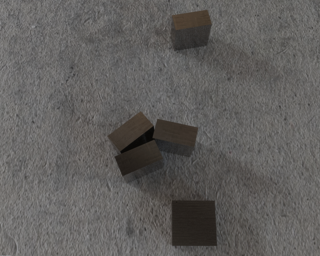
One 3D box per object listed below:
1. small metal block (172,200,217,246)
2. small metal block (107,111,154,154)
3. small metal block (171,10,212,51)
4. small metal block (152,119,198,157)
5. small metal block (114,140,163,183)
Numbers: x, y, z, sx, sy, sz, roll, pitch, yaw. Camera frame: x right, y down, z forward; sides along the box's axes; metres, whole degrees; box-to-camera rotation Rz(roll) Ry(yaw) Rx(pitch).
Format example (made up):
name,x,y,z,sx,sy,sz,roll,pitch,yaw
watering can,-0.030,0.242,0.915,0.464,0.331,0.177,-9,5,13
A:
name,x,y,z,sx,sy,sz,roll,pitch,yaw
small metal block,0.039,0.113,0.367,0.050,0.025,0.050,0,70,0
small metal block,-0.034,0.013,0.389,0.050,0.050,0.025,-38,72,-12
small metal block,0.044,-0.139,0.446,0.050,0.050,0.025,-11,71,-4
small metal block,0.018,0.014,0.390,0.050,0.050,0.025,12,71,4
small metal block,-0.024,0.042,0.379,0.050,0.050,0.025,-23,72,-8
